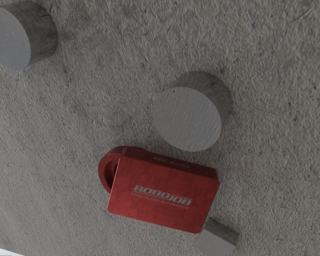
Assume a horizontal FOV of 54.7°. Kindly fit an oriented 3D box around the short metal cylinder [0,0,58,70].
[{"bbox_3d":[-0.185,-0.124,0.412,0.080,0.050,0.079,13,124,21],"label":"short metal cylinder"}]

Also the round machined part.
[{"bbox_3d":[-0.038,0.067,0.458,0.098,0.042,0.097,13,124,21],"label":"round machined part"}]

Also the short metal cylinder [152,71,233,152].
[{"bbox_3d":[0.038,-0.020,0.358,0.080,0.050,0.079,13,124,21],"label":"short metal cylinder"}]

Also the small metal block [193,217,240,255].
[{"bbox_3d":[0.085,0.170,0.467,0.050,0.025,0.050,27,128,11],"label":"small metal block"}]

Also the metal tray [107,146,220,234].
[{"bbox_3d":[0.003,0.084,0.415,0.131,0.030,0.089,15,112,-3],"label":"metal tray"}]
